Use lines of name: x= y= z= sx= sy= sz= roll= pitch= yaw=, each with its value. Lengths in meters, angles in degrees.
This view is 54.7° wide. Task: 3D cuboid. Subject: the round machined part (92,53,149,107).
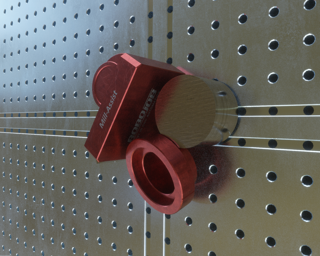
round machined part: x=-0.059 y=-0.058 z=0.441 sx=0.098 sy=0.042 sz=0.097 roll=0 pitch=90 yaw=40

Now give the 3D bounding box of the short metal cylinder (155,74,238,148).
short metal cylinder: x=0.041 y=-0.018 z=0.354 sx=0.080 sy=0.050 sz=0.079 roll=0 pitch=90 yaw=40

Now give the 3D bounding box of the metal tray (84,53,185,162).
metal tray: x=-0.030 y=-0.021 z=0.386 sx=0.030 sy=0.091 sz=0.129 roll=40 pitch=114 yaw=33

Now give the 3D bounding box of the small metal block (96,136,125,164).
small metal block: x=-0.067 y=0.022 z=0.442 sx=0.025 sy=0.050 sz=0.050 roll=-19 pitch=78 yaw=38

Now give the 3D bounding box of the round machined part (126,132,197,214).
round machined part: x=0.006 y=0.050 z=0.373 sx=0.098 sy=0.042 sz=0.097 roll=29 pitch=131 yaw=38
